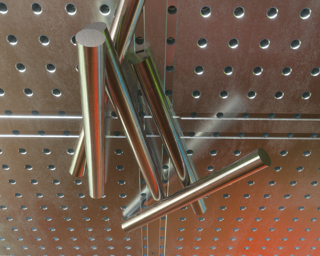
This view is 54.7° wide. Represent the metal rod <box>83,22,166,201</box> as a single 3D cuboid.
[{"bbox_3d":[-0.032,0.007,0.396,0.025,0.025,0.299,-9,136,7],"label":"metal rod"}]

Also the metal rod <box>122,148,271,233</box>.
[{"bbox_3d":[0.034,0.106,0.471,0.025,0.025,0.299,32,133,-25],"label":"metal rod"}]

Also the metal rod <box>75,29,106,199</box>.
[{"bbox_3d":[-0.080,0.013,0.382,0.025,0.025,0.298,6,142,-6],"label":"metal rod"}]

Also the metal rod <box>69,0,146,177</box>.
[{"bbox_3d":[-0.069,-0.043,0.374,0.025,0.025,0.298,16,128,-14],"label":"metal rod"}]

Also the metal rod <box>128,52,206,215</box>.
[{"bbox_3d":[0.022,0.030,0.437,0.025,0.025,0.299,-14,129,11],"label":"metal rod"}]
